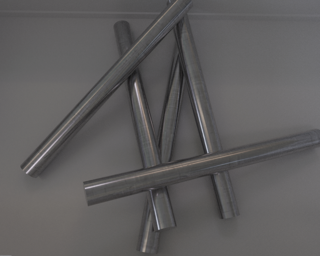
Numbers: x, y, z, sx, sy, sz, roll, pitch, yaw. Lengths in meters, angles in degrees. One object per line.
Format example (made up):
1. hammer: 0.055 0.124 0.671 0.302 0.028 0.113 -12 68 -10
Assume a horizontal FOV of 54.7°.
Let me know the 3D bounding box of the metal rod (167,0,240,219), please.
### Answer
1. metal rod: 0.052 -0.036 0.405 0.025 0.025 0.299 -11 77 -4

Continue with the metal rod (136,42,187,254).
1. metal rod: 0.010 0.005 0.407 0.025 0.025 0.299 9 70 3

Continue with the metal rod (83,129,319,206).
1. metal rod: 0.066 0.040 0.358 0.302 0.025 0.025 -11 70 -19

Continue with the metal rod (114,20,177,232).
1. metal rod: -0.025 -0.021 0.400 0.025 0.025 0.299 -12 64 -4

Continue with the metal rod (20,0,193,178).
1. metal rod: -0.065 -0.057 0.399 0.025 0.025 0.300 41 86 13
